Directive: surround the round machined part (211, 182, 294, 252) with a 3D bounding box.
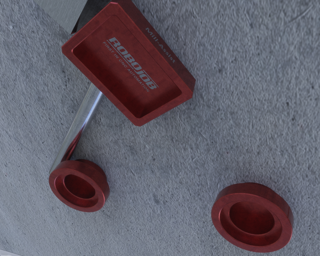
[{"bbox_3d":[0.120,0.110,0.400,0.098,0.042,0.097,13,124,20],"label":"round machined part"}]

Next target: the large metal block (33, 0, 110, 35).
[{"bbox_3d":[-0.097,-0.165,0.338,0.080,0.050,0.080,43,129,-2],"label":"large metal block"}]

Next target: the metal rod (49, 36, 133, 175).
[{"bbox_3d":[-0.114,-0.013,0.456,0.025,0.025,0.298,39,129,1],"label":"metal rod"}]

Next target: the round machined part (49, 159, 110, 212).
[{"bbox_3d":[-0.128,0.090,0.510,0.098,0.042,0.097,10,127,13],"label":"round machined part"}]

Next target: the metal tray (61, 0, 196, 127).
[{"bbox_3d":[-0.033,-0.070,0.351,0.090,0.030,0.130,-28,117,32],"label":"metal tray"}]
